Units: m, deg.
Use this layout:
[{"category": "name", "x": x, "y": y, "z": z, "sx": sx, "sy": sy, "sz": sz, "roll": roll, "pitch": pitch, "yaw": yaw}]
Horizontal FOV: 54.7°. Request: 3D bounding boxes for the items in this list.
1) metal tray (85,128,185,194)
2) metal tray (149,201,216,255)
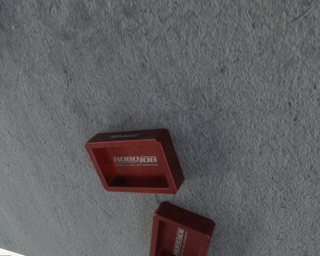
[{"category": "metal tray", "x": -0.038, "y": 0.050, "z": 0.454, "sx": 0.130, "sy": 0.030, "sz": 0.090, "roll": -5, "pitch": 116, "yaw": 30}, {"category": "metal tray", "x": 0.032, "y": 0.188, "z": 0.502, "sx": 0.090, "sy": 0.030, "sz": 0.129, "roll": 18, "pitch": 126, "yaw": 17}]
